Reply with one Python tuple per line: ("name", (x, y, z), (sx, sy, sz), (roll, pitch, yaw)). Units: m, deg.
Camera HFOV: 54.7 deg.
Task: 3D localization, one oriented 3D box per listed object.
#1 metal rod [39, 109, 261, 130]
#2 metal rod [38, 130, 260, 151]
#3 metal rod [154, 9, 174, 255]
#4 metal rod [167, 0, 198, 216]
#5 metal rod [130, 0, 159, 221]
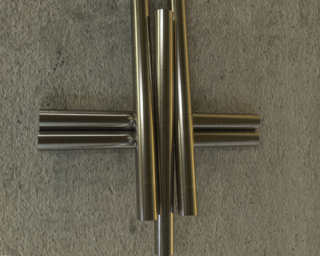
("metal rod", (0.002, -0.010, 0.413), (0.303, 0.025, 0.025), (0, 90, -21))
("metal rod", (0.000, 0.015, 0.412), (0.303, 0.025, 0.025), (0, 90, -21))
("metal rod", (0.005, 0.006, 0.386), (0.025, 0.025, 0.298), (0, 90, -20))
("metal rod", (0.028, -0.042, 0.399), (0.025, 0.025, 0.298), (0, 82, -20))
("metal rod", (-0.021, -0.042, 0.381), (0.025, 0.025, 0.298), (0, 82, -20))
